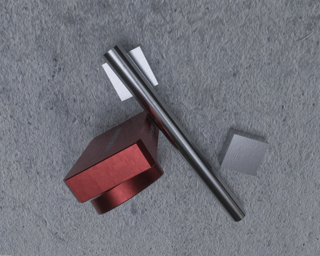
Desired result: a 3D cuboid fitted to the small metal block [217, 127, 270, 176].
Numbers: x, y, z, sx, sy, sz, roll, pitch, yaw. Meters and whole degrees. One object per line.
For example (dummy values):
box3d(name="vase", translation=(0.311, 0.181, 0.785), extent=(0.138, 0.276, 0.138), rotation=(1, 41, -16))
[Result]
box3d(name="small metal block", translation=(0.113, 0.033, 0.424), extent=(0.050, 0.025, 0.050), rotation=(16, 109, -6))

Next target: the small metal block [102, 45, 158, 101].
box3d(name="small metal block", translation=(-0.036, -0.068, 0.384), extent=(0.050, 0.025, 0.050), rotation=(-25, 109, 8))

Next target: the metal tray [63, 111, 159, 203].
box3d(name="metal tray", translation=(-0.049, 0.026, 0.362), extent=(0.090, 0.130, 0.030), rotation=(-28, 104, 9))

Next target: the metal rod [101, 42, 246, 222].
box3d(name="metal rod", translation=(0.030, 0.020, 0.401), extent=(0.025, 0.025, 0.300), rotation=(-34, 113, 11))

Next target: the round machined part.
box3d(name="round machined part", translation=(-0.047, 0.066, 0.398), extent=(0.098, 0.098, 0.042), rotation=(-33, 87, 11))
